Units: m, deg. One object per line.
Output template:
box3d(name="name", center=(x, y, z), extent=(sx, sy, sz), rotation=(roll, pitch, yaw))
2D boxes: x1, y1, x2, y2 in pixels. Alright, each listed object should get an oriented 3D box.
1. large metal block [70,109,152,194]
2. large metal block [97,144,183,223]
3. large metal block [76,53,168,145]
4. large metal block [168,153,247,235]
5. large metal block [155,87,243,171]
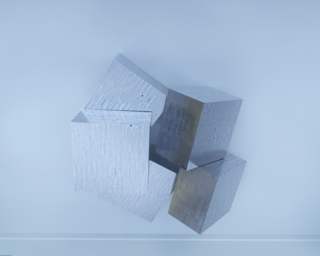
box3d(name="large metal block", center=(-0.052, 0.025, 0.350), extent=(0.081, 0.050, 0.079), rotation=(3, 109, 0))
box3d(name="large metal block", center=(-0.026, 0.067, 0.418), extent=(0.080, 0.050, 0.080), rotation=(28, 107, -11))
box3d(name="large metal block", center=(-0.042, -0.033, 0.384), extent=(0.080, 0.050, 0.080), rotation=(34, 106, -12))
box3d(name="large metal block", center=(0.062, 0.077, 0.402), extent=(0.050, 0.081, 0.079), rotation=(26, 113, 32))
box3d(name="large metal block", center=(0.047, -0.003, 0.373), extent=(0.081, 0.050, 0.079), rotation=(-9, 119, -46))
